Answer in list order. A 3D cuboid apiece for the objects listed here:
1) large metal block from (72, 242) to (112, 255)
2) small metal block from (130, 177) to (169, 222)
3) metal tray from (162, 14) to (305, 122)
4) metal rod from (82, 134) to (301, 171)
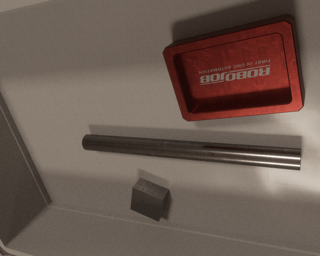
[{"bbox_3d":[-0.143,0.302,0.654,0.080,0.050,0.079,16,125,19],"label":"large metal block"},{"bbox_3d":[-0.017,0.112,0.485,0.050,0.025,0.050,20,126,16],"label":"small metal block"},{"bbox_3d":[0.077,-0.058,0.328,0.130,0.030,0.090,-5,116,30],"label":"metal tray"},{"bbox_3d":[0.023,0.029,0.413,0.301,0.025,0.025,3,120,26],"label":"metal rod"}]
